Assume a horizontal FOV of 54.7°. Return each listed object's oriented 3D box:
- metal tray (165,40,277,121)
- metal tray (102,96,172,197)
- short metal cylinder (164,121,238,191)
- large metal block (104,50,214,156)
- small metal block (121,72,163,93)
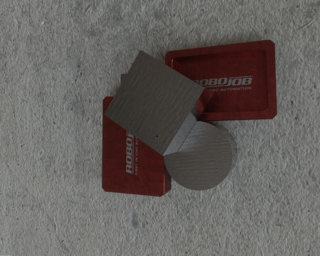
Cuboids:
[{"bbox_3d":[0.073,-0.054,0.381,0.130,0.030,0.089,-2,89,19],"label":"metal tray"},{"bbox_3d":[-0.031,0.022,0.419,0.090,0.030,0.129,1,90,20],"label":"metal tray"},{"bbox_3d":[0.051,0.032,0.378,0.080,0.050,0.080,0,90,20],"label":"short metal cylinder"},{"bbox_3d":[0.000,-0.027,0.342,0.080,0.050,0.080,34,101,16],"label":"large metal block"},{"bbox_3d":[-0.017,-0.055,0.403,0.050,0.050,0.025,1,91,20],"label":"small metal block"}]
